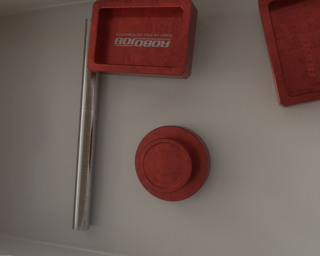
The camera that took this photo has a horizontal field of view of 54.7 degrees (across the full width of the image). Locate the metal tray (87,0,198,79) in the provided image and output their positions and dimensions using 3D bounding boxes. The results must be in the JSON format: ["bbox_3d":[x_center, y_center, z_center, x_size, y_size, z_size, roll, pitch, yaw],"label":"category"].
[{"bbox_3d":[-0.024,-0.111,0.388,0.130,0.030,0.089,7,92,19],"label":"metal tray"}]

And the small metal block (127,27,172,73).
[{"bbox_3d":[-0.011,-0.102,0.413,0.050,0.025,0.050,-18,84,18],"label":"small metal block"}]

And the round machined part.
[{"bbox_3d":[0.012,0.045,0.396,0.098,0.042,0.097,0,90,19],"label":"round machined part"}]

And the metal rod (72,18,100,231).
[{"bbox_3d":[-0.104,-0.004,0.445,0.025,0.025,0.298,5,91,19],"label":"metal rod"}]

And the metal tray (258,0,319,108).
[{"bbox_3d":[0.169,-0.095,0.348,0.090,0.030,0.129,-12,86,19],"label":"metal tray"}]
